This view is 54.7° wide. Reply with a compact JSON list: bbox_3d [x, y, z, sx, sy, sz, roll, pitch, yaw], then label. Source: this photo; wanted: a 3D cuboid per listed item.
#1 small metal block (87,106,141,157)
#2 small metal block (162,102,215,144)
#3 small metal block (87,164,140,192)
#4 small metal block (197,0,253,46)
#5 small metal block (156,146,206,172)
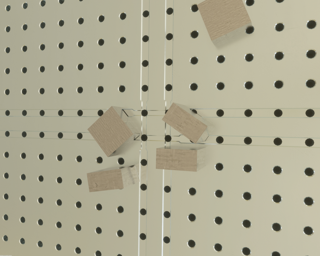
[{"bbox_3d":[-0.064,0.005,0.434,0.050,0.025,0.050,-42,77,15],"label":"small metal block"},{"bbox_3d":[0.037,-0.006,0.386,0.050,0.050,0.025,36,102,16],"label":"small metal block"},{"bbox_3d":[-0.062,0.067,0.420,0.050,0.050,0.025,-10,87,19],"label":"small metal block"},{"bbox_3d":[0.080,-0.138,0.384,0.050,0.025,0.050,-22,83,18],"label":"small metal block"},{"bbox_3d":[0.027,0.037,0.389,0.050,0.050,0.025,2,91,19],"label":"small metal block"}]
